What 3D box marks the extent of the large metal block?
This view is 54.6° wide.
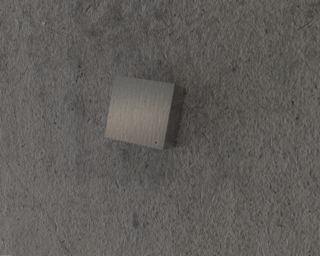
[{"bbox_3d":[-0.018,-0.020,0.402,0.080,0.050,0.080,11,94,19],"label":"large metal block"}]
